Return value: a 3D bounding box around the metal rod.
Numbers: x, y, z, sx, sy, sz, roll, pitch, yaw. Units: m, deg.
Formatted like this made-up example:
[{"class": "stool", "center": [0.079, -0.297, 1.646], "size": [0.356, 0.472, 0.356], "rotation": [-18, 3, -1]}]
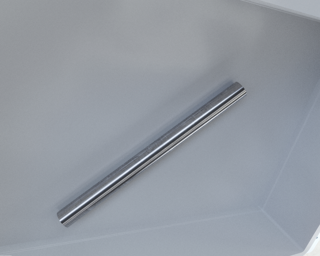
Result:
[{"class": "metal rod", "center": [-0.008, 0.034, 0.424], "size": [0.301, 0.025, 0.025], "rotation": [-36, 129, -4]}]
